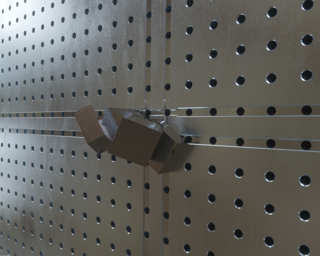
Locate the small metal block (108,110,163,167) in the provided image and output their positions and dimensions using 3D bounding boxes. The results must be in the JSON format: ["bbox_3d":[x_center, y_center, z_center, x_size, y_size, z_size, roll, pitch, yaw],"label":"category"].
[{"bbox_3d":[-0.030,0.013,0.381,0.050,0.025,0.050,22,109,-9],"label":"small metal block"}]

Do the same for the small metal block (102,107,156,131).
[{"bbox_3d":[-0.042,-0.008,0.426,0.050,0.050,0.025,24,105,37],"label":"small metal block"}]

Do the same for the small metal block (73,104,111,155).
[{"bbox_3d":[-0.091,0.003,0.429,0.025,0.050,0.050,-28,68,-4],"label":"small metal block"}]

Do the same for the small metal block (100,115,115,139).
[{"bbox_3d":[-0.074,0.005,0.468,0.050,0.025,0.050,-24,75,37],"label":"small metal block"}]

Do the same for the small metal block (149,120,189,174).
[{"bbox_3d":[0.001,0.024,0.407,0.050,0.025,0.050,43,116,31],"label":"small metal block"}]
